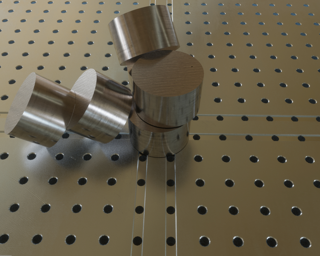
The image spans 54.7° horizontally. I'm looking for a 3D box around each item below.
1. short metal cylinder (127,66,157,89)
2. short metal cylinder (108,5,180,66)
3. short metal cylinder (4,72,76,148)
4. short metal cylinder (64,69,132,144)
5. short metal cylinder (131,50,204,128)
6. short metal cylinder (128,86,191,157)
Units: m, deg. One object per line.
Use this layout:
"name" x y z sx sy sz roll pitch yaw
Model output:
"short metal cylinder" -0.005 -0.071 0.450 0.081 0.050 0.080 0 50 0
"short metal cylinder" -0.020 -0.116 0.395 0.081 0.080 0.050 -19 96 -15
"short metal cylinder" -0.147 -0.021 0.380 0.050 0.080 0.080 26 39 -35
"short metal cylinder" -0.079 -0.026 0.384 0.050 0.080 0.080 26 39 -35
"short metal cylinder" 0.009 -0.047 0.363 0.081 0.050 0.080 0 50 0
"short metal cylinder" -0.001 -0.009 0.398 0.081 0.050 0.080 0 50 0
